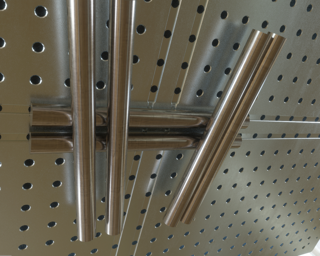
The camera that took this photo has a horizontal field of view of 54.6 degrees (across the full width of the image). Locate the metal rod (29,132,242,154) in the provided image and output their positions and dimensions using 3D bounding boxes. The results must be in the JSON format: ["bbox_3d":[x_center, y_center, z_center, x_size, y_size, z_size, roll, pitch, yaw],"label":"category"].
[{"bbox_3d":[-0.012,0.018,0.416,0.302,0.025,0.025,1,118,-29],"label":"metal rod"}]

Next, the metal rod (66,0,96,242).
[{"bbox_3d":[-0.083,0.012,0.341,0.025,0.025,0.298,-8,122,-24],"label":"metal rod"}]

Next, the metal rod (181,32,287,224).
[{"bbox_3d":[0.093,0.014,0.438,0.025,0.025,0.298,9,114,-32],"label":"metal rod"}]

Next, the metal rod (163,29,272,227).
[{"bbox_3d":[0.070,0.014,0.426,0.025,0.025,0.298,9,114,-32],"label":"metal rod"}]

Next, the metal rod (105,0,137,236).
[{"bbox_3d":[-0.049,0.010,0.358,0.025,0.025,0.298,-8,122,-24],"label":"metal rod"}]

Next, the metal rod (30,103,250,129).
[{"bbox_3d":[-0.004,-0.012,0.401,0.302,0.025,0.025,1,118,-29],"label":"metal rod"}]
